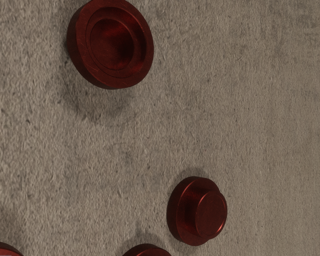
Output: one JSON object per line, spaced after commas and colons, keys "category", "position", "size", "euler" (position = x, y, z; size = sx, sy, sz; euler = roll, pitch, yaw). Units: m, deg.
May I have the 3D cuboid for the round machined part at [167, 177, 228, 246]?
{"category": "round machined part", "position": [0.060, 0.121, 0.447], "size": [0.099, 0.042, 0.097], "euler": [0, 90, -40]}

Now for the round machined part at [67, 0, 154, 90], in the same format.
{"category": "round machined part", "position": [-0.058, -0.091, 0.347], "size": [0.099, 0.042, 0.097], "euler": [0, 90, -40]}

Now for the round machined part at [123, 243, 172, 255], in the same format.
{"category": "round machined part", "position": [-0.014, 0.200, 0.385], "size": [0.099, 0.042, 0.097], "euler": [0, 90, -40]}

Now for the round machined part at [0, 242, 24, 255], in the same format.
{"category": "round machined part", "position": [-0.160, 0.144, 0.261], "size": [0.099, 0.042, 0.097], "euler": [0, 90, -40]}
